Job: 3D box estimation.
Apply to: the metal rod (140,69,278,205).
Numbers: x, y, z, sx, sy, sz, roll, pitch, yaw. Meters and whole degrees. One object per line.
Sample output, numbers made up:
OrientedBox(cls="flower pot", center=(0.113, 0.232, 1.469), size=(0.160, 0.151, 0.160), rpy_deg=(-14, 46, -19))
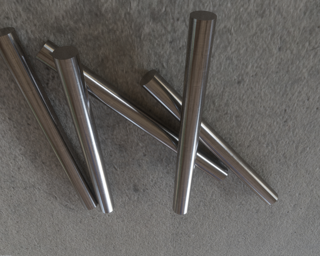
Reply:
OrientedBox(cls="metal rod", center=(0.084, 0.028, 0.432), size=(0.025, 0.025, 0.300), rpy_deg=(-33, 123, 25))

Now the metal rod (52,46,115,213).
OrientedBox(cls="metal rod", center=(-0.090, 0.029, 0.410), size=(0.025, 0.025, 0.298), rpy_deg=(-1, 137, 0))

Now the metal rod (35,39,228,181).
OrientedBox(cls="metal rod", center=(-0.017, -0.008, 0.399), size=(0.301, 0.025, 0.025), rpy_deg=(35, 122, -27))

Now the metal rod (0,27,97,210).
OrientedBox(cls="metal rod", center=(-0.138, 0.013, 0.415), size=(0.025, 0.025, 0.298), rpy_deg=(-8, 130, 6))

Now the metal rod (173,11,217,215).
OrientedBox(cls="metal rod", center=(0.036, 0.010, 0.381), size=(0.025, 0.025, 0.298), rpy_deg=(1, 130, -1))
